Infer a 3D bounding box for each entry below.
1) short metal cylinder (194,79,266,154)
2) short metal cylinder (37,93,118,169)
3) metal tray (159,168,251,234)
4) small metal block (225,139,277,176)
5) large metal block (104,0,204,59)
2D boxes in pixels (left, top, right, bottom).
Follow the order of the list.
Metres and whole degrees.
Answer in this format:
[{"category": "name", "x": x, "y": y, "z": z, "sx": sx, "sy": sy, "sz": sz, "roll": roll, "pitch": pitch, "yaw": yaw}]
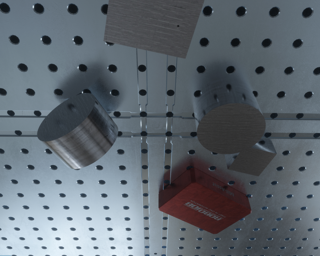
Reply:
[{"category": "short metal cylinder", "x": 0.084, "y": -0.013, "z": 0.385, "sx": 0.081, "sy": 0.050, "sz": 0.079, "roll": 0, "pitch": 130, "yaw": 0}, {"category": "short metal cylinder", "x": -0.099, "y": 0.003, "z": 0.377, "sx": 0.080, "sy": 0.080, "sz": 0.050, "roll": -21, "pitch": 127, "yaw": 16}, {"category": "metal tray", "x": 0.074, "y": 0.125, "z": 0.516, "sx": 0.131, "sy": 0.030, "sz": 0.090, "roll": 30, "pitch": 124, "yaw": -23}, {"category": "small metal block", "x": 0.130, "y": 0.040, "z": 0.447, "sx": 0.050, "sy": 0.025, "sz": 0.050, "roll": 14, "pitch": 129, "yaw": -12}, {"category": "large metal block", "x": -0.005, "y": -0.121, "z": 0.292, "sx": 0.081, "sy": 0.050, "sz": 0.079, "roll": 10, "pitch": 130, "yaw": -9}]
